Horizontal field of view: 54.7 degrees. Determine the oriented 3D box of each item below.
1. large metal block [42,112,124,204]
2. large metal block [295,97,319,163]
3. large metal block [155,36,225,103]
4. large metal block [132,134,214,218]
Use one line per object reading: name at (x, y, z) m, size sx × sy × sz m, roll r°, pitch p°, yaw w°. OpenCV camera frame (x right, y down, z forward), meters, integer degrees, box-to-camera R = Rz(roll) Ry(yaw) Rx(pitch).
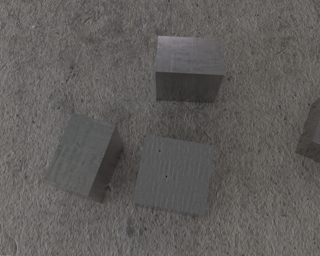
large metal block at (-0.084, 0.039, 0.364) m, size 0.050 × 0.080 × 0.080 m, roll 17°, pitch 71°, yaw 6°
large metal block at (0.233, 0.007, 0.394) m, size 0.080 × 0.050 × 0.080 m, roll 25°, pitch 72°, yaw 9°
large metal block at (0.036, -0.073, 0.406) m, size 0.080 × 0.080 × 0.050 m, roll 3°, pitch 70°, yaw 1°
large metal block at (0.016, 0.059, 0.373) m, size 0.080 × 0.050 × 0.080 m, roll 10°, pitch 70°, yaw 3°
